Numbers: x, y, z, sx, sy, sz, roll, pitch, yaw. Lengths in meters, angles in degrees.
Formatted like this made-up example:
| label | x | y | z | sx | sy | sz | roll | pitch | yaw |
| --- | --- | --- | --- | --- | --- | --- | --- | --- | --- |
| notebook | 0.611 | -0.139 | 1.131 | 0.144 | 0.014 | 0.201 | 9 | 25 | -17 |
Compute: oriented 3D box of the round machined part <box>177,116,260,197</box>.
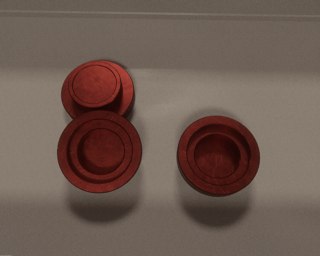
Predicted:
| label | x | y | z | sx | sy | sz | roll | pitch | yaw |
| --- | --- | --- | --- | --- | --- | --- | --- | --- | --- |
| round machined part | 0.070 | 0.037 | 0.388 | 0.099 | 0.042 | 0.098 | 0 | 70 | -1 |

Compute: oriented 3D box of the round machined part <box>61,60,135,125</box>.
| label | x | y | z | sx | sy | sz | roll | pitch | yaw |
| --- | --- | --- | --- | --- | --- | --- | --- | --- | --- |
| round machined part | -0.084 | -0.050 | 0.418 | 0.099 | 0.042 | 0.098 | 0 | 70 | -1 |

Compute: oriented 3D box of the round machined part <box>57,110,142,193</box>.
| label | x | y | z | sx | sy | sz | roll | pitch | yaw |
| --- | --- | --- | --- | --- | --- | --- | --- | --- | --- |
| round machined part | -0.071 | 0.029 | 0.382 | 0.099 | 0.042 | 0.097 | 0 | 82 | -3 |
